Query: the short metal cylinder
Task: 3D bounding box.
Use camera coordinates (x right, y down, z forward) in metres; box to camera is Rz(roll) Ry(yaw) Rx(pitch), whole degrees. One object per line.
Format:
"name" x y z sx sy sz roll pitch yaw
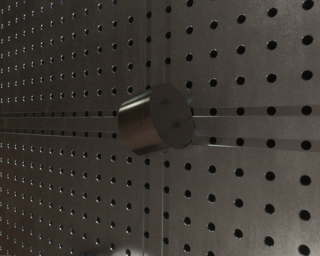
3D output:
"short metal cylinder" -0.003 -0.008 0.375 0.050 0.081 0.080 -19 78 38
